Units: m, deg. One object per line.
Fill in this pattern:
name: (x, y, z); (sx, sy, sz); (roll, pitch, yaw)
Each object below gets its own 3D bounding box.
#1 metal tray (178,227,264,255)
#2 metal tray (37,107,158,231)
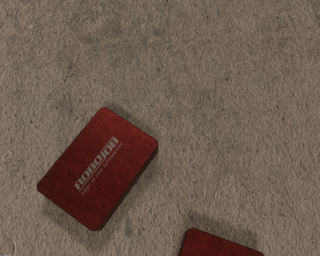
metal tray: (0.053, 0.187, 0.338); (0.090, 0.030, 0.130); (19, 71, 6)
metal tray: (-0.074, 0.049, 0.387); (0.090, 0.030, 0.130); (33, 73, 11)
